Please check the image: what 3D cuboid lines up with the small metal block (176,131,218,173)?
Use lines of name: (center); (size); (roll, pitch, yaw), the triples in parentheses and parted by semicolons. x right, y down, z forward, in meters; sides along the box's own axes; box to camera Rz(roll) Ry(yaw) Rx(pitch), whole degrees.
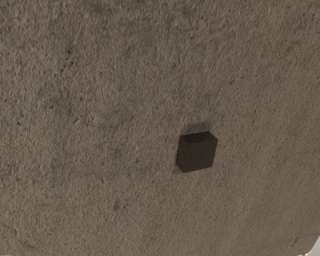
small metal block: (0.054, 0.035, 0.460); (0.050, 0.025, 0.050); (-8, 122, -25)
